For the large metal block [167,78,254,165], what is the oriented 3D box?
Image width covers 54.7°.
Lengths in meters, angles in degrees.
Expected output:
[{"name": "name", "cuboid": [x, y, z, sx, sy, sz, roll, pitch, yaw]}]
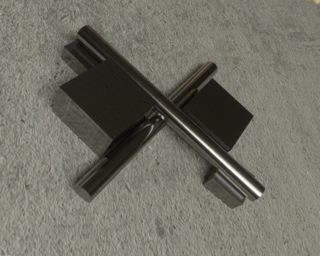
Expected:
[{"name": "large metal block", "cuboid": [0.071, -0.010, 0.434, 0.080, 0.050, 0.080, 43, 51, 1]}]

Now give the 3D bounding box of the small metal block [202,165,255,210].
[{"name": "small metal block", "cuboid": [0.092, 0.070, 0.412, 0.050, 0.025, 0.050, 40, 51, -1]}]

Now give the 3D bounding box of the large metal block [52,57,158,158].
[{"name": "large metal block", "cuboid": [-0.065, -0.025, 0.367, 0.080, 0.050, 0.080, 45, 51, 3]}]

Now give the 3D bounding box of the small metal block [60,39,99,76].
[{"name": "small metal block", "cuboid": [-0.094, -0.092, 0.412, 0.050, 0.025, 0.050, 45, 51, 2]}]

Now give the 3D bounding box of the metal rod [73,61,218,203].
[{"name": "metal rod", "cuboid": [0.002, -0.015, 0.416, 0.025, 0.025, 0.302, 43, 51, 1]}]

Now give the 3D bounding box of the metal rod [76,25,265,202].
[{"name": "metal rod", "cuboid": [0.012, -0.019, 0.391, 0.300, 0.025, 0.025, 43, 51, 1]}]
